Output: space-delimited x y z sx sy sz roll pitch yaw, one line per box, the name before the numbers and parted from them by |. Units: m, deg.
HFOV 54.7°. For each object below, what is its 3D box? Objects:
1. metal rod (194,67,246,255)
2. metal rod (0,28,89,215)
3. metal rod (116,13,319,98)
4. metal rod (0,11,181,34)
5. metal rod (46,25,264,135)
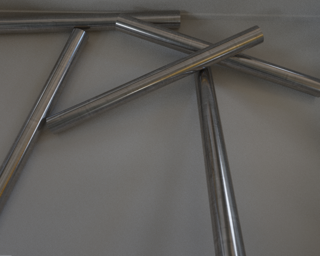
metal rod | 0.059 0.019 0.340 0.025 0.025 0.300 1 46 0
metal rod | -0.165 -0.006 0.409 0.025 0.025 0.299 18 71 6
metal rod | 0.083 -0.103 0.438 0.301 0.025 0.025 19 71 2
metal rod | -0.121 -0.158 0.465 0.302 0.025 0.025 -2 70 -2
metal rod | -0.006 -0.064 0.411 0.301 0.025 0.025 -24 72 -1
